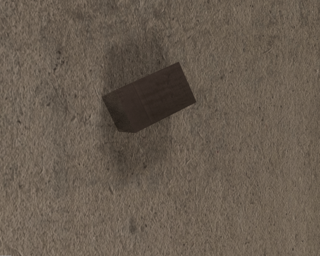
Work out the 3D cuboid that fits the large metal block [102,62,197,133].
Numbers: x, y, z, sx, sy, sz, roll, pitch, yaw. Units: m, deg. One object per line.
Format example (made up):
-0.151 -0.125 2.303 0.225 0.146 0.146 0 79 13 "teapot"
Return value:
-0.016 -0.035 0.375 0.081 0.080 0.050 -27 100 -18 "large metal block"
